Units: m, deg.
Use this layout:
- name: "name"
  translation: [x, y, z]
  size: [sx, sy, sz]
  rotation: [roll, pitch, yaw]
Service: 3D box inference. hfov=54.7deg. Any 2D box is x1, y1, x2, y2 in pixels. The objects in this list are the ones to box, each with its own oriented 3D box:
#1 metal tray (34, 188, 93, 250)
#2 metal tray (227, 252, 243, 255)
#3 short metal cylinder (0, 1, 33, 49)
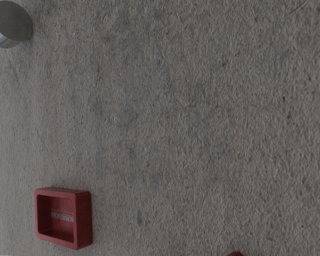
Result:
- name: "metal tray"
  translation: [-0.172, 0.154, 0.543]
  size: [0.130, 0.030, 0.089]
  rotation: [-5, 87, 39]
- name: "metal tray"
  translation: [0.081, 0.214, 0.335]
  size: [0.090, 0.030, 0.129]
  rotation: [37, 113, 33]
- name: "short metal cylinder"
  translation: [-0.307, -0.206, 0.622]
  size: [0.050, 0.081, 0.080]
  rotation: [-10, 84, 39]
